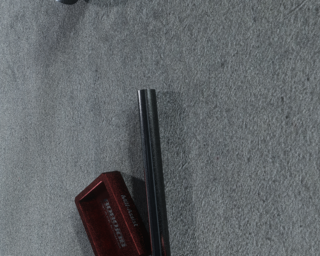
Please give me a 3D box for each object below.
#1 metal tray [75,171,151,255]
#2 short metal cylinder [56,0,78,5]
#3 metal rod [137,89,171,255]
[{"bbox_3d":[-0.071,0.141,0.457,0.090,0.030,0.130,-42,65,31],"label":"metal tray"},{"bbox_3d":[-0.150,-0.245,0.490,0.050,0.081,0.080,-29,72,36],"label":"short metal cylinder"},{"bbox_3d":[-0.005,0.098,0.406,0.025,0.025,0.298,-9,84,39],"label":"metal rod"}]
